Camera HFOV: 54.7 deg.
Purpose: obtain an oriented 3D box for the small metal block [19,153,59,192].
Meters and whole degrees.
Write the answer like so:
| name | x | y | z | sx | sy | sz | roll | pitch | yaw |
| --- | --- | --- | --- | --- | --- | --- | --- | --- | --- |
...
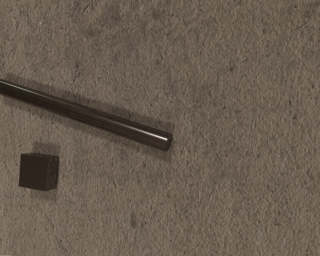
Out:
| name | x | y | z | sx | sy | sz | roll | pitch | yaw |
| --- | --- | --- | --- | --- | --- | --- | --- | --- | --- |
| small metal block | -0.185 | 0.066 | 0.472 | 0.050 | 0.025 | 0.050 | 6 | 92 | 19 |

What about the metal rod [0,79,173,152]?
| name | x | y | z | sx | sy | sz | roll | pitch | yaw |
| --- | --- | --- | --- | --- | --- | --- | --- | --- | --- |
| metal rod | -0.125 | -0.024 | 0.451 | 0.301 | 0.025 | 0.025 | 18 | 96 | 18 |
